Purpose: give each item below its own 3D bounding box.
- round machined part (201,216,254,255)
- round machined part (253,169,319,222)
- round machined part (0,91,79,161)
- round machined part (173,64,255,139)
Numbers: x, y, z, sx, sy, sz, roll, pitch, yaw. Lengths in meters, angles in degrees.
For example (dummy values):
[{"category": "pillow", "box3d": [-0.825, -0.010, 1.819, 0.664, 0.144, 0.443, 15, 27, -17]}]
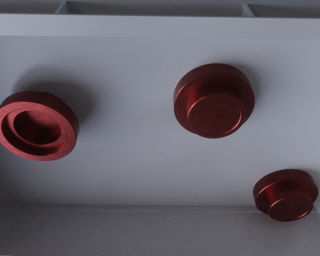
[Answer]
[{"category": "round machined part", "box3d": [0.127, 0.210, 0.580, 0.099, 0.042, 0.097, 0, 130, 0]}, {"category": "round machined part", "box3d": [0.203, 0.114, 0.497, 0.099, 0.042, 0.097, 0, 130, 0]}, {"category": "round machined part", "box3d": [-0.151, -0.007, 0.391, 0.099, 0.042, 0.097, 0, 130, 0]}, {"category": "round machined part", "box3d": [0.066, -0.025, 0.377, 0.099, 0.042, 0.097, 0, 130, 0]}]
